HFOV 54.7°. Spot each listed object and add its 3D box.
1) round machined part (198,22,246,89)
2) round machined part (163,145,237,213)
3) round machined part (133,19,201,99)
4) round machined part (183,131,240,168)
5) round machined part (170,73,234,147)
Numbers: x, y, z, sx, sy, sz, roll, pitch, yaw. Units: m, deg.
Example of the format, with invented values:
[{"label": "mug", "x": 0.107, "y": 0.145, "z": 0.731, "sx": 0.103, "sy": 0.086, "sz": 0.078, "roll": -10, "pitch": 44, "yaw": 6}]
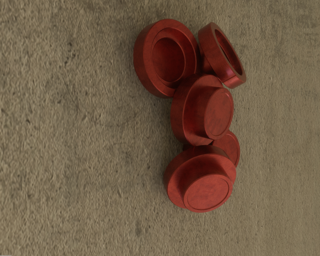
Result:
[{"label": "round machined part", "x": 0.082, "y": -0.099, "z": 0.448, "sx": 0.098, "sy": 0.042, "sz": 0.098, "roll": 40, "pitch": 35, "yaw": -35}, {"label": "round machined part", "x": 0.057, "y": 0.074, "z": 0.412, "sx": 0.099, "sy": 0.042, "sz": 0.097, "roll": -8, "pitch": 124, "yaw": -12}, {"label": "round machined part", "x": 0.005, "y": -0.086, "z": 0.401, "sx": 0.099, "sy": 0.042, "sz": 0.097, "roll": 0, "pitch": 90, "yaw": -40}, {"label": "round machined part", "x": 0.084, "y": 0.037, "z": 0.468, "sx": 0.099, "sy": 0.042, "sz": 0.097, "roll": 0, "pitch": 90, "yaw": -40}, {"label": "round machined part", "x": 0.061, "y": -0.021, "z": 0.406, "sx": 0.099, "sy": 0.042, "sz": 0.097, "roll": -17, "pitch": 113, "yaw": -45}]
